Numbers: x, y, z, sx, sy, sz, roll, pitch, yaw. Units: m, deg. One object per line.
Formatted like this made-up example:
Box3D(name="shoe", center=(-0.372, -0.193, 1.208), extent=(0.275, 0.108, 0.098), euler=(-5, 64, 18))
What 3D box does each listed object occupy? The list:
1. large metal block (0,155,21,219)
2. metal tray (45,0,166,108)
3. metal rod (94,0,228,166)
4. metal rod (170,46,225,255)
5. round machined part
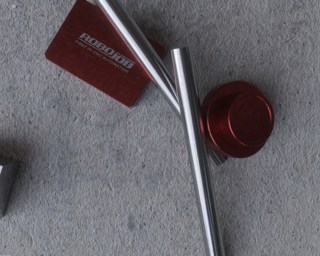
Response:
Box3D(name="large metal block", center=(-0.239, 0.071, 0.394), extent=(0.080, 0.050, 0.080), euler=(18, 90, -1))
Box3D(name="metal tray", center=(-0.069, -0.096, 0.407), extent=(0.130, 0.030, 0.090), euler=(31, 90, -1))
Box3D(name="metal rod", center=(-0.007, -0.074, 0.379), extent=(0.025, 0.025, 0.299), euler=(-37, 103, 0))
Box3D(name="metal rod", center=(0.051, 0.053, 0.383), extent=(0.025, 0.025, 0.298), euler=(-11, 101, 0))
Box3D(name="round machined part", center=(0.102, -0.011, 0.386), extent=(0.099, 0.042, 0.097), euler=(1, 88, -23))
